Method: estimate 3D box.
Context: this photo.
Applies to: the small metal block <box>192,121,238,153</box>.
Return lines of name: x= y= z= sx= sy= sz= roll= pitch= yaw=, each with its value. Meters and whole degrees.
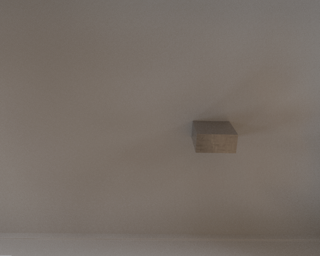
small metal block: x=0.069 y=0.011 z=0.403 sx=0.050 sy=0.050 sz=0.025 roll=1 pitch=110 yaw=-1
